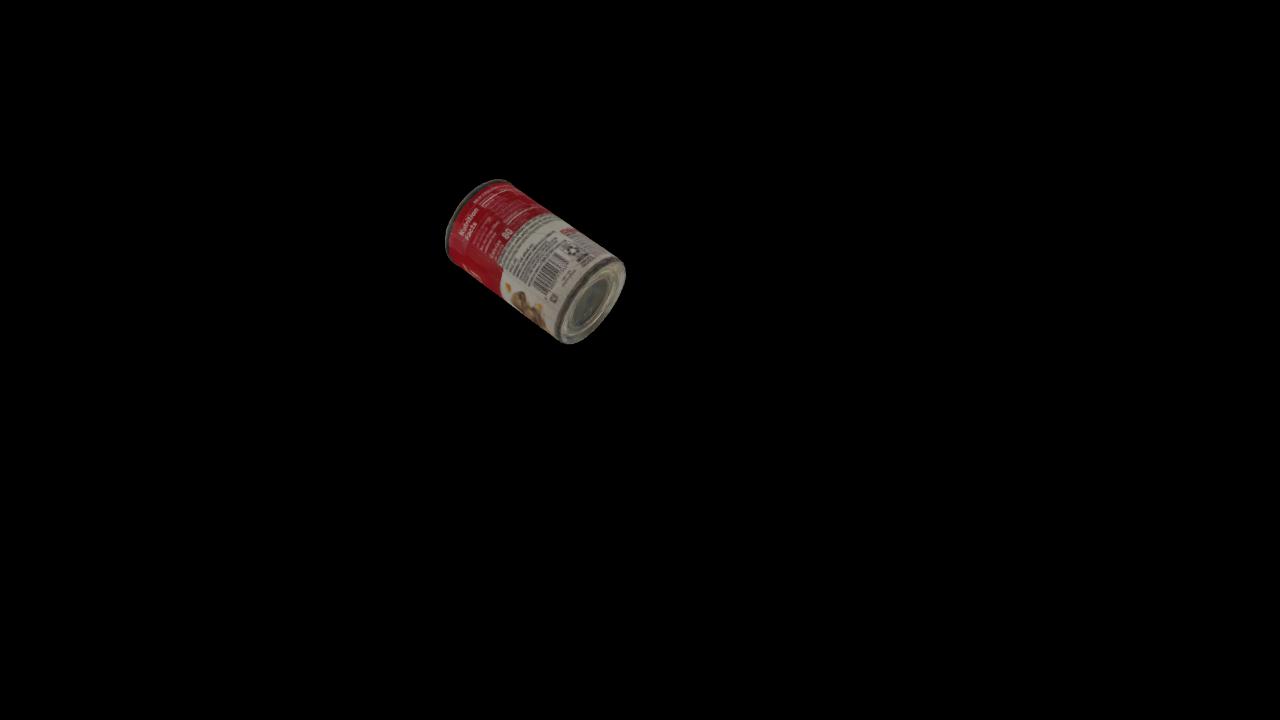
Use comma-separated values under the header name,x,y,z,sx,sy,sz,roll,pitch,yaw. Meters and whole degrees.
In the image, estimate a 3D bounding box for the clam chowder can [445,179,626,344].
name,x,y,z,sx,sy,sz,roll,pitch,yaw
clam chowder can,-0.068,-0.065,0.408,0.102,0.068,0.068,36,11,15
